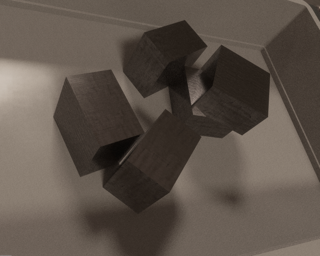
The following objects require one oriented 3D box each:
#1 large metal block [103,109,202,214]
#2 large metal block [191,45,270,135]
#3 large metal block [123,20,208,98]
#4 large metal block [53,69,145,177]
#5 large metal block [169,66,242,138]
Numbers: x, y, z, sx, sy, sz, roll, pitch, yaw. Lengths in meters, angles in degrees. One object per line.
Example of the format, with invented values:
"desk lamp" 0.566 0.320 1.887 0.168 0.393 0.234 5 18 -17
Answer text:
"large metal block" -0.009 0.038 0.343 0.050 0.080 0.080 38 51 -3
"large metal block" 0.095 -0.050 0.409 0.080 0.050 0.080 27 52 -12
"large metal block" 0.006 -0.096 0.434 0.081 0.080 0.050 -31 79 -38
"large metal block" -0.070 -0.004 0.336 0.050 0.080 0.080 -18 71 -35
"large metal block" 0.064 -0.035 0.447 0.081 0.050 0.080 8 59 -25
